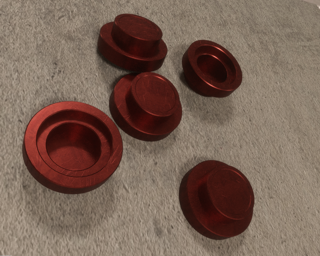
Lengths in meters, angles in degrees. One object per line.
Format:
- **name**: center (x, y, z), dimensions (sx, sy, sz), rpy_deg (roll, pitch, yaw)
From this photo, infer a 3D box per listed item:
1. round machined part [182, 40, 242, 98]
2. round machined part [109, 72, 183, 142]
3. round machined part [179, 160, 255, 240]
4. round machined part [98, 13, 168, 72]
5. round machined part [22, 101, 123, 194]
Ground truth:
- **round machined part**: center (0.077, -0.088, 0.491), dimensions (0.099, 0.042, 0.098), rpy_deg (14, 56, -21)
- **round machined part**: center (-0.013, -0.035, 0.408), dimensions (0.099, 0.042, 0.098), rpy_deg (14, 56, -21)
- **round machined part**: center (0.077, 0.084, 0.385), dimensions (0.099, 0.042, 0.098), rpy_deg (14, 56, -21)
- **round machined part**: center (-0.035, -0.125, 0.436), dimensions (0.099, 0.042, 0.098), rpy_deg (14, 42, -13)
- **round machined part**: center (-0.093, 0.023, 0.329), dimensions (0.099, 0.042, 0.098), rpy_deg (14, 56, -21)
